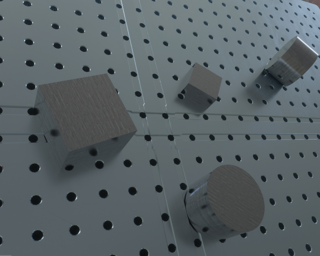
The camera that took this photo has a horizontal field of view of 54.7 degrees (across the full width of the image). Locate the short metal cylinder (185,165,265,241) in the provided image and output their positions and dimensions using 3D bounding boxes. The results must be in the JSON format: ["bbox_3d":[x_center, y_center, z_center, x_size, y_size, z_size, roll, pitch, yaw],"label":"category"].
[{"bbox_3d":[0.079,0.091,0.379,0.081,0.050,0.080,14,56,-21],"label":"short metal cylinder"}]

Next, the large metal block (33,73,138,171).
[{"bbox_3d":[-0.086,-0.009,0.351,0.081,0.050,0.080,-18,71,-35],"label":"large metal block"}]

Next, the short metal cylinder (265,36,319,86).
[{"bbox_3d":[0.245,-0.125,0.581,0.050,0.080,0.080,41,51,-1],"label":"short metal cylinder"}]

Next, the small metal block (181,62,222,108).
[{"bbox_3d":[0.066,-0.067,0.484,0.050,0.025,0.050,29,52,-10],"label":"small metal block"}]
